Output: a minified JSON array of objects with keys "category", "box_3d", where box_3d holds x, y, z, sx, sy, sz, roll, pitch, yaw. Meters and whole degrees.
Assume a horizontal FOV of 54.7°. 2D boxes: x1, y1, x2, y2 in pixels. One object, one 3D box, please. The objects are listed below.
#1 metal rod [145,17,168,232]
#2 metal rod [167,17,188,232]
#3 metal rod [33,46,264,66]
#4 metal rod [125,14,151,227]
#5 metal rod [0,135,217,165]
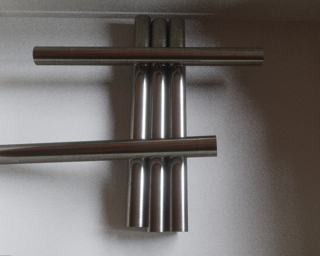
[{"category":"metal rod","box_3d":[-0.003,-0.018,0.415,0.025,0.025,0.299,1,70,0]},{"category":"metal rod","box_3d":[0.023,-0.019,0.415,0.025,0.025,0.299,1,70,0]},{"category":"metal rod","box_3d":[-0.015,-0.096,0.417,0.302,0.025,0.025,0,70,0]},{"category":"metal rod","box_3d":[-0.027,-0.023,0.417,0.025,0.025,0.299,1,70,0]},{"category":"metal rod","box_3d":[-0.084,0.028,0.378,0.302,0.025,0.025,-3,70,6]}]
